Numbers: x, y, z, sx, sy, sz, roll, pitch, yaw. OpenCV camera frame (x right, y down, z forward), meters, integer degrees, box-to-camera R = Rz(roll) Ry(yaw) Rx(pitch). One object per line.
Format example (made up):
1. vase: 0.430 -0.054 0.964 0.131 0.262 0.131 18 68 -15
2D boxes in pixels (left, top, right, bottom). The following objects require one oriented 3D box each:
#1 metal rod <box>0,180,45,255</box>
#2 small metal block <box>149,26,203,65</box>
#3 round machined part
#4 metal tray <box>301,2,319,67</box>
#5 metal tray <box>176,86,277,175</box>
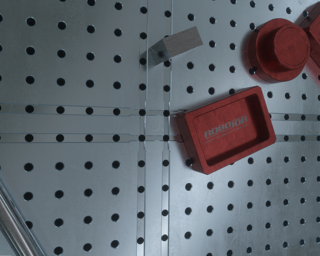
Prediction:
1. metal rod: -0.185 0.074 0.344 0.025 0.025 0.299 -29 100 -18
2. small metal block: 0.020 -0.107 0.408 0.050 0.050 0.025 -26 99 -18
3. round machined part: 0.189 -0.120 0.475 0.099 0.042 0.097 0 90 -21
4. metal tray: 0.298 -0.144 0.522 0.130 0.030 0.090 45 76 -15
5. metal tray: 0.098 0.001 0.447 0.131 0.030 0.090 -22 98 -19
